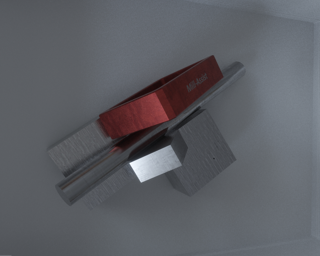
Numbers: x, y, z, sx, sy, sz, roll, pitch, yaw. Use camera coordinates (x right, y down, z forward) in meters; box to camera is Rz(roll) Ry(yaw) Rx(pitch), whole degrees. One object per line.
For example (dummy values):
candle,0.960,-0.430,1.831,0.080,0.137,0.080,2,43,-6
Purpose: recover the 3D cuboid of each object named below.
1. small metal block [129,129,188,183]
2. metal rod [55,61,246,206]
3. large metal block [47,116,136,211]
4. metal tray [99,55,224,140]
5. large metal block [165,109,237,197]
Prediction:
small metal block,0.000,0.030,0.345,0.050,0.050,0.025,-25,101,19
metal rod,0.011,-0.011,0.375,0.302,0.025,0.025,-36,102,-32
large metal block,-0.075,0.036,0.367,0.080,0.050,0.080,-35,102,-17
metal tray,0.006,-0.037,0.349,0.131,0.090,0.030,-40,107,-49
large metal block,0.040,0.031,0.412,0.080,0.050,0.080,-35,102,-17
